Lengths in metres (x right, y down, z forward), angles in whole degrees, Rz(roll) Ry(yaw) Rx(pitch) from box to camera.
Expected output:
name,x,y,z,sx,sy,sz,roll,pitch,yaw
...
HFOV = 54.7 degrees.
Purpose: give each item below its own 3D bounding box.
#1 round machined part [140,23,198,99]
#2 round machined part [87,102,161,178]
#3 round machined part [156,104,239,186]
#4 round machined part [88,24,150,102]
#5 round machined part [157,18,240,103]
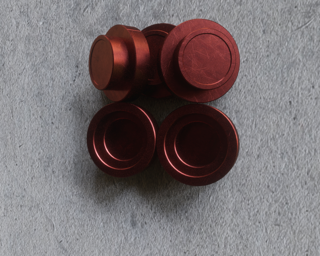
name,x,y,z,sx,sy,sz,roll,pitch,yaw
round machined part,-0.002,-0.087,0.400,0.098,0.042,0.097,0,90,19
round machined part,-0.045,0.015,0.416,0.098,0.042,0.097,0,90,19
round machined part,0.048,0.020,0.383,0.098,0.042,0.097,0,90,19
round machined part,-0.058,-0.082,0.395,0.098,0.042,0.097,7,99,52
round machined part,0.048,-0.078,0.360,0.099,0.042,0.097,-1,96,-12
